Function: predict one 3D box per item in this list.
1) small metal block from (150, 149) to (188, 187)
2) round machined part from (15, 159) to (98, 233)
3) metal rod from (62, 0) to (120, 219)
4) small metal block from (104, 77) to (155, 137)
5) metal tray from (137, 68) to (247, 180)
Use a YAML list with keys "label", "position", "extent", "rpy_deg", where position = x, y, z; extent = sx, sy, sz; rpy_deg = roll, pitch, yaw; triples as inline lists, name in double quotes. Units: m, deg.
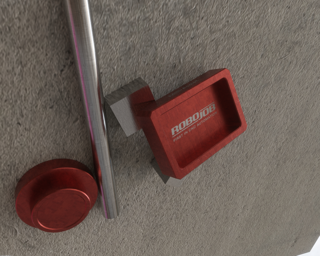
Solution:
- label: "small metal block"
  position: [0.018, 0.046, 0.431]
  extent: [0.025, 0.050, 0.050]
  rpy_deg: [20, 108, -36]
- label: "round machined part"
  position: [-0.125, 0.090, 0.384]
  extent: [0.099, 0.042, 0.097]
  rpy_deg: [-14, 125, -21]
- label: "metal rod"
  position: [-0.074, -0.004, 0.364]
  extent: [0.025, 0.025, 0.298]
  rpy_deg: [-16, 125, -20]
- label: "small metal block"
  position: [-0.032, -0.025, 0.375]
  extent: [0.050, 0.025, 0.050]
  rpy_deg: [-31, 129, -9]
- label: "metal tray"
  position: [0.045, -0.008, 0.385]
  extent: [0.131, 0.030, 0.090]
  rpy_deg: [-32, 110, -27]
